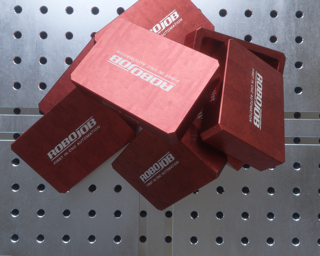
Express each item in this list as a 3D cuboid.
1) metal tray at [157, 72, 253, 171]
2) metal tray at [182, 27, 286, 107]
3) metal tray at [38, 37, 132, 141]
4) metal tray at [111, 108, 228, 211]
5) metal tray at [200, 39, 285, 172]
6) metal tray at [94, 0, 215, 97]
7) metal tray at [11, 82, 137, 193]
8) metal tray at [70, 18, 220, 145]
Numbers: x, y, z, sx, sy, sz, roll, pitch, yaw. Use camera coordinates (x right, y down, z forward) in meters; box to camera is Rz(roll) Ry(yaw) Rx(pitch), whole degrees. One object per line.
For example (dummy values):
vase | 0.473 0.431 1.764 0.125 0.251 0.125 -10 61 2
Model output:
metal tray | 0.050 -0.008 0.382 0.130 0.090 0.030 44 91 1
metal tray | 0.090 -0.063 0.389 0.131 0.030 0.090 10 90 -20
metal tray | -0.082 -0.049 0.410 0.090 0.030 0.130 39 90 0
metal tray | 0.005 0.041 0.367 0.090 0.129 0.030 43 48 -1
metal tray | 0.097 -0.028 0.348 0.090 0.030 0.130 28 54 -20
metal tray | -0.006 -0.114 0.392 0.130 0.030 0.090 -43 92 -14
metal tray | -0.105 0.011 0.388 0.130 0.030 0.090 -38 106 11
metal tray | -0.015 -0.052 0.323 0.130 0.030 0.090 29 75 19
